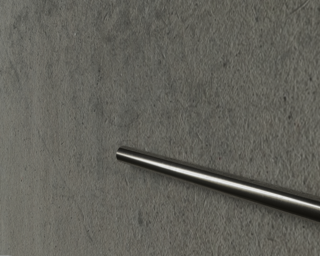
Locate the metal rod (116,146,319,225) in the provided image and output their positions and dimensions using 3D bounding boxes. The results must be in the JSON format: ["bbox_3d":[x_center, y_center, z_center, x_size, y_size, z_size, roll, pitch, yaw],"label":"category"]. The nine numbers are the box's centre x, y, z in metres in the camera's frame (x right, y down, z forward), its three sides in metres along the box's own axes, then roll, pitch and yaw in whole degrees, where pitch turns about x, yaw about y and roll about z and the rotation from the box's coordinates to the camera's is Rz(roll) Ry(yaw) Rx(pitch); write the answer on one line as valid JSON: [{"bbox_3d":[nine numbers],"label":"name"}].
[{"bbox_3d":[0.060,0.059,0.355,0.300,0.025,0.025,11,97,39],"label":"metal rod"}]
